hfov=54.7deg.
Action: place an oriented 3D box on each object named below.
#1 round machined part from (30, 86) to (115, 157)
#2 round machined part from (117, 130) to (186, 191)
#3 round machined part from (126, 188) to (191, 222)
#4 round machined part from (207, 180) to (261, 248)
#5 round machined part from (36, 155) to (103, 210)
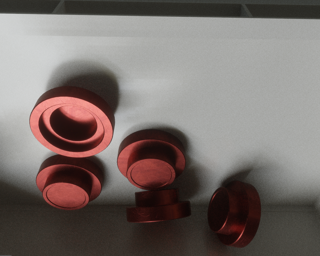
[{"bbox_3d":[-0.105,-0.012,0.386,0.099,0.042,0.097,-1,130,0],"label":"round machined part"},{"bbox_3d":[-0.012,0.052,0.442,0.099,0.042,0.097,-1,130,0],"label":"round machined part"},{"bbox_3d":[-0.003,0.116,0.476,0.099,0.042,0.098,-5,169,-1],"label":"round machined part"},{"bbox_3d":[0.107,0.128,0.472,0.042,0.098,0.097,17,128,-14],"label":"round machined part"},{"bbox_3d":[-0.138,0.088,0.471,0.099,0.042,0.097,-1,130,0],"label":"round machined part"}]
